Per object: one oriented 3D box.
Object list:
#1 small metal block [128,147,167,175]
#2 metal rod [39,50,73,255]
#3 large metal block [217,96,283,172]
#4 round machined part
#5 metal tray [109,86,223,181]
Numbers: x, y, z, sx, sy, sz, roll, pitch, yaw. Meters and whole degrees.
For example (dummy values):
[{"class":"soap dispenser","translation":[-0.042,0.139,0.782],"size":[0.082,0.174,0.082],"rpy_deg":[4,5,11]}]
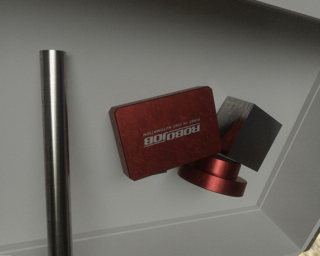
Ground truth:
[{"class":"small metal block","translation":[-0.016,0.038,0.426],"size":[0.050,0.025,0.050],"rpy_deg":[-8,122,-25]},{"class":"metal rod","translation":[-0.105,0.073,0.320],"size":[0.025,0.025,0.298],"rpy_deg":[-3,96,-27]},{"class":"large metal block","translation":[0.123,0.009,0.458],"size":[0.080,0.050,0.080],"rpy_deg":[26,91,-38]},{"class":"round machined part","translation":[0.078,0.061,0.448],"size":[0.099,0.098,0.042],"rpy_deg":[16,93,-35]},{"class":"metal tray","translation":[0.010,0.004,0.393],"size":[0.131,0.030,0.089],"rpy_deg":[-16,101,-20]}]
